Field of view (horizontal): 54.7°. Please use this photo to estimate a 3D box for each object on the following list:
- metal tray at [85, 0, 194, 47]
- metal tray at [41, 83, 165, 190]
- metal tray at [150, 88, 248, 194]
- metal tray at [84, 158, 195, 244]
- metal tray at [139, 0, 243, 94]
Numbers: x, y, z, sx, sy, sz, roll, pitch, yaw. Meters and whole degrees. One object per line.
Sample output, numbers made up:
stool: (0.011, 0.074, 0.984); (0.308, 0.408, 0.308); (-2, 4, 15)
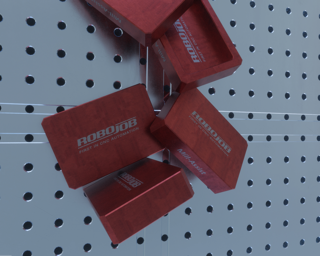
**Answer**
metal tray: (-0.034, -0.170, 0.372); (0.130, 0.030, 0.090); (39, 76, 7)
metal tray: (-0.067, 0.008, 0.386); (0.131, 0.030, 0.090); (-23, 98, -19)
metal tray: (0.057, 0.012, 0.411); (0.130, 0.030, 0.090); (44, 47, -15)
metal tray: (-0.031, 0.072, 0.346); (0.091, 0.130, 0.030); (-28, 100, -18)
metal tray: (0.036, -0.119, 0.401); (0.091, 0.030, 0.130); (-22, 78, -19)
